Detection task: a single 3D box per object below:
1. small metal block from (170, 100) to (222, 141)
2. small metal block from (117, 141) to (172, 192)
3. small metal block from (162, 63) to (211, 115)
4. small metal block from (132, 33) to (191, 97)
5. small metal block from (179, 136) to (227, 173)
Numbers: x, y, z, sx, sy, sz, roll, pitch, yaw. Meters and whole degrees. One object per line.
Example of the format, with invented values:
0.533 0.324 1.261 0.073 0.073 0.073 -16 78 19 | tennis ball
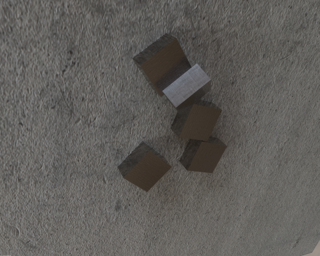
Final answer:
0.050 -0.012 0.427 0.050 0.025 0.050 9 114 -32 | small metal block
-0.021 0.054 0.429 0.050 0.025 0.050 -46 129 4 | small metal block
0.034 -0.045 0.373 0.050 0.025 0.050 -39 169 2 | small metal block
0.004 -0.074 0.364 0.050 0.025 0.050 -38 129 -3 | small metal block
0.065 0.039 0.466 0.050 0.025 0.050 11 113 -33 | small metal block
